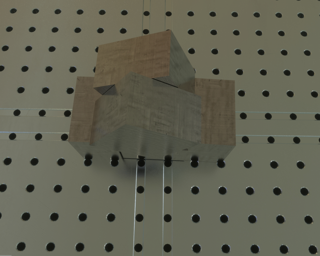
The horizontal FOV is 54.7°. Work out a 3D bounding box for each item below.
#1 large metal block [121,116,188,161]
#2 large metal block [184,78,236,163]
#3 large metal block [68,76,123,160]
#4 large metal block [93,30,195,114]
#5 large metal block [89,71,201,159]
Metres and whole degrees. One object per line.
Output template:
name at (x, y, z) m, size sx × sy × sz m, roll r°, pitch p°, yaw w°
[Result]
large metal block at (-0.006, -0.005, 0.398) m, size 0.081 × 0.050 × 0.080 m, roll 3°, pitch 70°, yaw 0°
large metal block at (0.059, -0.006, 0.385) m, size 0.050 × 0.080 × 0.080 m, roll 4°, pitch 70°, yaw 1°
large metal block at (-0.073, -0.009, 0.385) m, size 0.050 × 0.080 × 0.080 m, roll 2°, pitch 70°, yaw 0°
large metal block at (-0.013, -0.053, 0.334) m, size 0.080 × 0.080 × 0.050 m, roll -6°, pitch 68°, yaw 22°
large metal block at (-0.015, -0.007, 0.314) m, size 0.081 × 0.080 × 0.050 m, roll 15°, pitch 66°, yaw -30°
